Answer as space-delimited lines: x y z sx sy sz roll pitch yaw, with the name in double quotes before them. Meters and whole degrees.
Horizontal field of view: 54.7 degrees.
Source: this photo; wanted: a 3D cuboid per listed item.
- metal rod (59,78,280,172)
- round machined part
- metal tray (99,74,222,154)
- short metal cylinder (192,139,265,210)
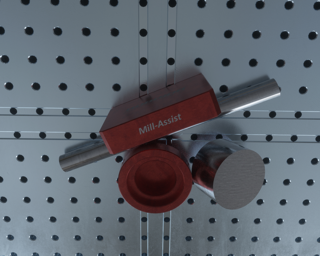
"metal rod" 0.007 -0.001 0.412 0.301 0.025 0.025 -20 109 7
"round machined part" -0.006 0.065 0.428 0.099 0.042 0.097 0 110 0
"metal tray" 0.000 -0.020 0.371 0.130 0.090 0.030 -20 109 7
"short metal cylinder" 0.089 0.059 0.407 0.081 0.050 0.079 -7 106 -24
